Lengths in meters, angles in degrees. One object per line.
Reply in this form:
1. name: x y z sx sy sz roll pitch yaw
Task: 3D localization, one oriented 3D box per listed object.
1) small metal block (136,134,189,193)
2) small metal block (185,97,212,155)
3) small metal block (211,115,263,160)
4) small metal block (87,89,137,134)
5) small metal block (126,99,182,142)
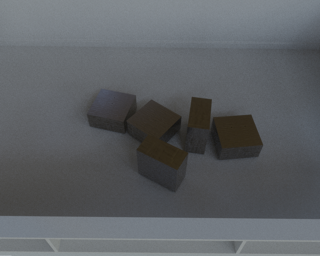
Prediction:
1. small metal block: 0.002 0.041 0.352 0.050 0.050 0.025 25 55 18
2. small metal block: 0.048 -0.003 0.390 0.025 0.050 0.050 8 51 5
3. small metal block: 0.096 0.011 0.394 0.050 0.025 0.050 -4 50 -4
4. small metal block: -0.064 -0.023 0.421 0.050 0.025 0.050 12 51 9
5. small metal block: -0.008 -0.004 0.405 0.050 0.025 0.050 32 56 23
